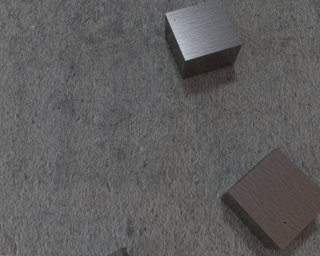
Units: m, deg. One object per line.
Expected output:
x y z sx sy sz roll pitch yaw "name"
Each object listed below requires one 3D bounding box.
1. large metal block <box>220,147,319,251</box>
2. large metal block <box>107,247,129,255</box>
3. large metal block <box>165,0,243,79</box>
0.132 0.083 0.365 0.080 0.050 0.080 -39 75 -13 "large metal block"
-0.058 0.184 0.327 0.080 0.050 0.080 -27 72 -10 "large metal block"
0.058 -0.126 0.441 0.080 0.050 0.080 -18 71 -7 "large metal block"
